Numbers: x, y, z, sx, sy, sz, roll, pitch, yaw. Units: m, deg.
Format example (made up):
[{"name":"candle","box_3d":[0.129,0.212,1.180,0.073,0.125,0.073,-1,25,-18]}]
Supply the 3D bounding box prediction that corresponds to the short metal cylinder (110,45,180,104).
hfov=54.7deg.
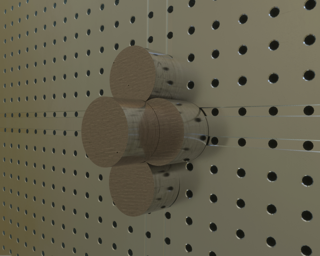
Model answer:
[{"name":"short metal cylinder","box_3d":[-0.021,-0.064,0.410,0.080,0.050,0.079,0,90,39]}]

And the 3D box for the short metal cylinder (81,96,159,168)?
[{"name":"short metal cylinder","box_3d":[-0.048,0.004,0.366,0.080,0.050,0.079,0,90,40]}]

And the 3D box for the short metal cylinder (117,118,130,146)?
[{"name":"short metal cylinder","box_3d":[-0.053,0.004,0.437,0.080,0.050,0.079,0,90,40]}]

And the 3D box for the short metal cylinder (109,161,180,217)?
[{"name":"short metal cylinder","box_3d":[-0.022,0.072,0.410,0.080,0.050,0.080,-2,87,39]}]

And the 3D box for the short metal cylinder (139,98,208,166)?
[{"name":"short metal cylinder","box_3d":[0.012,0.004,0.383,0.080,0.050,0.080,0,90,40]}]
